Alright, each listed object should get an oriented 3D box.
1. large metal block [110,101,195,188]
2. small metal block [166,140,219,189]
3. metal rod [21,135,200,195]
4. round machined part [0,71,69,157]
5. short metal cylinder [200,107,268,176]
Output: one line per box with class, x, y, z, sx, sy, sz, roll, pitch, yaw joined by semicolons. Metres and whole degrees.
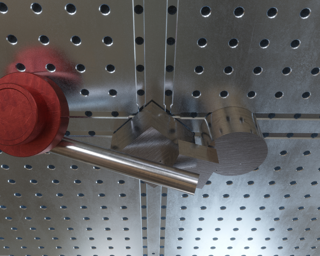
large metal block;-0.009;0.025;0.413;0.080;0.050;0.080;36;121;-27
small metal block;0.038;0.046;0.383;0.050;0.025;0.050;14;129;-13
metal rod;-0.102;0.026;0.375;0.301;0.025;0.025;15;131;9
round machined part;-0.158;-0.015;0.350;0.098;0.042;0.097;0;92;10
short metal cylinder;0.096;0.019;0.412;0.081;0.050;0.079;0;130;0
